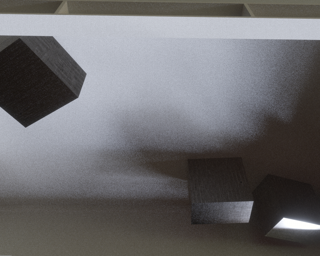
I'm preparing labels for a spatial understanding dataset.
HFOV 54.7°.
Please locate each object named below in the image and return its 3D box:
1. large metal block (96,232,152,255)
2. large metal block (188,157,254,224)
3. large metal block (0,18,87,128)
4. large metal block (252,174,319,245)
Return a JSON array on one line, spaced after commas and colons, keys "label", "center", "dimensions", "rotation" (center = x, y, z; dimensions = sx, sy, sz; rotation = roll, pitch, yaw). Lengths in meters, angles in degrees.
[{"label": "large metal block", "center": [-0.071, 0.259, 0.615], "dimensions": [0.080, 0.050, 0.080], "rotation": [-23, 127, 18]}, {"label": "large metal block", "center": [0.083, 0.090, 0.450], "dimensions": [0.080, 0.080, 0.050], "rotation": [-2, 130, 2]}, {"label": "large metal block", "center": [-0.143, -0.058, 0.342], "dimensions": [0.080, 0.050, 0.080], "rotation": [-26, 126, 20]}, {"label": "large metal block", "center": [0.201, 0.126, 0.482], "dimensions": [0.081, 0.080, 0.050], "rotation": [15, 129, -12]}]
